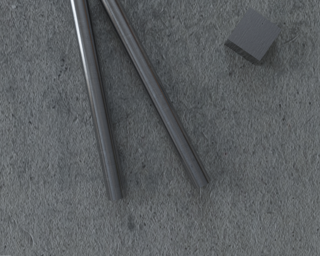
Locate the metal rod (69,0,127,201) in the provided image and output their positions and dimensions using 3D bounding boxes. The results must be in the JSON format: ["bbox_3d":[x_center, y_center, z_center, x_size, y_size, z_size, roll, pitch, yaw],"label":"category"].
[{"bbox_3d":[-0.085,-0.054,0.408,0.025,0.025,0.298,-11,90,0],"label":"metal rod"}]

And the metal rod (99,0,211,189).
[{"bbox_3d":[-0.011,-0.059,0.409,0.025,0.025,0.299,-27,90,0],"label":"metal rod"}]

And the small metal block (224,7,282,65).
[{"bbox_3d":[0.123,-0.121,0.412,0.050,0.025,0.050,35,90,-1],"label":"small metal block"}]
